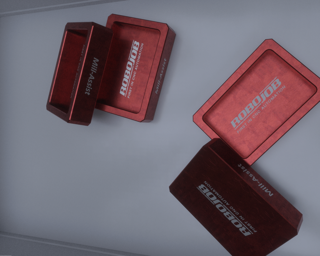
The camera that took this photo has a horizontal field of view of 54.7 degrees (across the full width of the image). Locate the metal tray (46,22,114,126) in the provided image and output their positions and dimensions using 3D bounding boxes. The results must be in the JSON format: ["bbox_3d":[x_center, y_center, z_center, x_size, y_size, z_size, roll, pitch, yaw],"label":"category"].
[{"bbox_3d":[-0.113,-0.076,0.425,0.090,0.030,0.129,22,99,49],"label":"metal tray"}]

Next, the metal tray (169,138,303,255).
[{"bbox_3d":[0.083,0.087,0.361,0.130,0.030,0.089,44,126,14],"label":"metal tray"}]

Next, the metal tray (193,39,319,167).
[{"bbox_3d":[0.115,-0.027,0.366,0.090,0.030,0.130,46,104,14],"label":"metal tray"}]

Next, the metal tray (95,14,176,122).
[{"bbox_3d":[-0.040,-0.080,0.421,0.090,0.030,0.129,17,96,19],"label":"metal tray"}]
